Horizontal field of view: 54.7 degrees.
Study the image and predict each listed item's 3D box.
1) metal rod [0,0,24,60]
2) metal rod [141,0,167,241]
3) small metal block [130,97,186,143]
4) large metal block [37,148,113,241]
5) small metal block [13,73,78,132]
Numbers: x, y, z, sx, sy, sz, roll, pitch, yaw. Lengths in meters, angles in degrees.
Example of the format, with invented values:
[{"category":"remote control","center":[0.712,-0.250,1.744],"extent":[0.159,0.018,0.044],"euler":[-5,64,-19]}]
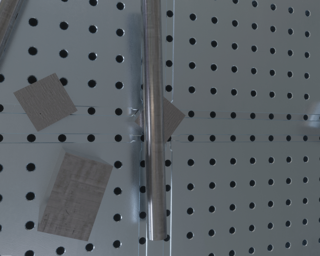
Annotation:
[{"category":"metal rod","center":[-0.209,-0.024,0.335],"extent":[0.025,0.025,0.299],"euler":[21,83,-19]},{"category":"metal rod","center":[-0.008,-0.014,0.383],"extent":[0.025,0.025,0.298],"euler":[-2,91,-20]},{"category":"small metal block","center":[-0.003,-0.012,0.411],"extent":[0.050,0.025,0.050],"euler":[40,77,-16]},{"category":"large metal block","center":[-0.097,0.069,0.348],"extent":[0.050,0.080,0.080],"euler":[20,83,-19]},{"category":"small metal block","center":[-0.133,-0.030,0.363],"extent":[0.050,0.025,0.050],"euler":[-31,101,-17]}]
